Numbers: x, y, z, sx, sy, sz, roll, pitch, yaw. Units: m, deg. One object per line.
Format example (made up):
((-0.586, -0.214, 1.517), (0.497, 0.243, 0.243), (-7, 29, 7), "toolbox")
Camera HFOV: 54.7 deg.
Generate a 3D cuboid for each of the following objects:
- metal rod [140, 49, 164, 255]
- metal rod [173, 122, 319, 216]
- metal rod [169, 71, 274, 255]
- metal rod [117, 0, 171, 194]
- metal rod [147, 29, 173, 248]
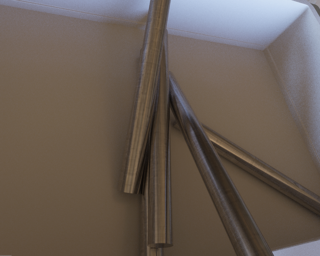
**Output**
((-0.013, 0.015, 0.389), (0.025, 0.025, 0.299), (12, 57, -22), "metal rod")
((0.152, 0.064, 0.447), (0.301, 0.025, 0.025), (31, 52, -8), "metal rod")
((0.041, 0.014, 0.340), (0.025, 0.025, 0.300), (11, 32, -22), "metal rod")
((-0.013, -0.074, 0.370), (0.025, 0.025, 0.299), (13, 80, -22), "metal rod")
((0.000, -0.013, 0.379), (0.025, 0.025, 0.299), (13, 56, -21), "metal rod")
